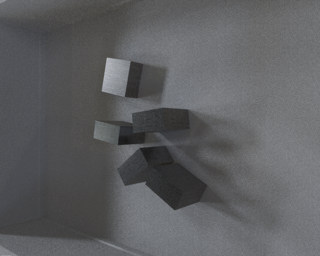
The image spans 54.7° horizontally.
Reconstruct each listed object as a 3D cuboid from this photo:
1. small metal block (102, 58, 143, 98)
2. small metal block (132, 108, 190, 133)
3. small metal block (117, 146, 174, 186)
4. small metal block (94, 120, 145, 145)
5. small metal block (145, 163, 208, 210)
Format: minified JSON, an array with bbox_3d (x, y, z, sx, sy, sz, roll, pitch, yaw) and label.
[{"bbox_3d":[-0.055,-0.073,0.450,0.050,0.025,0.050,17,101,38],"label":"small metal block"},{"bbox_3d":[0.001,-0.009,0.388,0.050,0.050,0.025,-8,85,39],"label":"small metal block"},{"bbox_3d":[-0.019,0.049,0.404,0.050,0.050,0.025,-44,64,31],"label":"small metal block"},{"bbox_3d":[-0.056,0.006,0.435,0.050,0.050,0.025,12,98,39],"label":"small metal block"},{"bbox_3d":[0.020,0.068,0.372,0.050,0.050,0.025,35,112,34],"label":"small metal block"}]
